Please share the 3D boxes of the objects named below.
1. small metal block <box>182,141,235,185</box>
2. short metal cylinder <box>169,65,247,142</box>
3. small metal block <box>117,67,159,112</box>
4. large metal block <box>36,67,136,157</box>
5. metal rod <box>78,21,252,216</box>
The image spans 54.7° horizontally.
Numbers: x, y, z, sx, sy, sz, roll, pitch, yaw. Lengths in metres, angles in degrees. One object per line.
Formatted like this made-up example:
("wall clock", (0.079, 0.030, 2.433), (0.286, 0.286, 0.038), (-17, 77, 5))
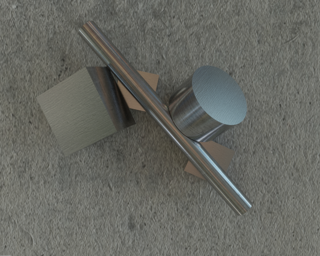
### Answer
("small metal block", (0.064, 0.042, 0.412), (0.050, 0.025, 0.050), (24, 90, -1))
("short metal cylinder", (0.058, -0.029, 0.379), (0.081, 0.050, 0.080), (16, 57, -25))
("small metal block", (-0.031, -0.049, 0.411), (0.050, 0.025, 0.050), (12, 90, -1))
("large metal block", (-0.090, -0.021, 0.381), (0.080, 0.050, 0.080), (-25, 91, 23))
("metal rod", (0.007, -0.012, 0.386), (0.025, 0.025, 0.300), (-41, 91, 0))
